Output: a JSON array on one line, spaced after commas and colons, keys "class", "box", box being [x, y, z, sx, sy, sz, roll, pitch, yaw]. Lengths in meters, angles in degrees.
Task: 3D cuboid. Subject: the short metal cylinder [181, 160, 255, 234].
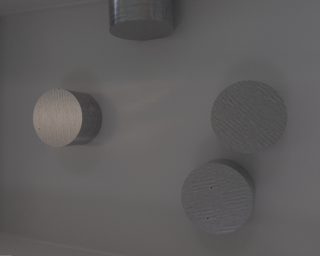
[{"class": "short metal cylinder", "box": [0.071, 0.079, 0.372, 0.080, 0.050, 0.080, 0, 90, 20]}]

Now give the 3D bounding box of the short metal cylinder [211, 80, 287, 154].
[{"class": "short metal cylinder", "box": [0.104, -0.012, 0.360, 0.080, 0.050, 0.080, 0, 90, 20]}]

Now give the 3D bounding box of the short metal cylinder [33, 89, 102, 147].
[{"class": "short metal cylinder", "box": [-0.131, -0.014, 0.444, 0.080, 0.050, 0.080, 0, 90, 20]}]

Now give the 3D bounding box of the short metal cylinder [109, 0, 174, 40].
[{"class": "short metal cylinder", "box": [-0.024, -0.147, 0.390, 0.080, 0.080, 0.050, -2, 89, 20]}]
